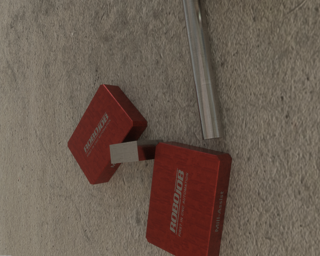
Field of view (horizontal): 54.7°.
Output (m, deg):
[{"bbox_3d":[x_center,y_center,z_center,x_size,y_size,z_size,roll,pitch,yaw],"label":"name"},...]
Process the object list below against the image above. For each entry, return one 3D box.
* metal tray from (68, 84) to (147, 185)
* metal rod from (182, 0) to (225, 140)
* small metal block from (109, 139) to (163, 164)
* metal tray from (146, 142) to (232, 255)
[{"bbox_3d":[-0.084,0.011,0.469,0.090,0.030,0.129,50,119,28],"label":"metal tray"},{"bbox_3d":[0.041,-0.135,0.369,0.025,0.025,0.298,-13,82,39],"label":"metal rod"},{"bbox_3d":[-0.030,0.031,0.412,0.050,0.050,0.025,-10,84,39],"label":"small metal block"},{"bbox_3d":[0.032,0.087,0.374,0.090,0.030,0.129,11,97,39],"label":"metal tray"}]
